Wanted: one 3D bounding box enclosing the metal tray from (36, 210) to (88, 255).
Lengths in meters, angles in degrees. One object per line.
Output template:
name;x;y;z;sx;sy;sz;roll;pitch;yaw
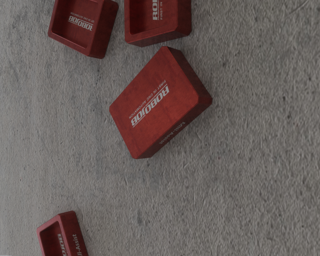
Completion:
metal tray;-0.166;0.221;0.538;0.090;0.030;0.130;-36;68;34

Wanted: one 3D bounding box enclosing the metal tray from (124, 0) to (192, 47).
metal tray;-0.005;-0.180;0.405;0.090;0.030;0.129;-1;89;40

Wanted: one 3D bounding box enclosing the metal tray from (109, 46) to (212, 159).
metal tray;-0.005;-0.030;0.406;0.129;0.030;0.090;-43;64;31

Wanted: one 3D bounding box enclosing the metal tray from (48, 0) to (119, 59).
metal tray;-0.131;-0.176;0.509;0.130;0.030;0.089;31;109;35
